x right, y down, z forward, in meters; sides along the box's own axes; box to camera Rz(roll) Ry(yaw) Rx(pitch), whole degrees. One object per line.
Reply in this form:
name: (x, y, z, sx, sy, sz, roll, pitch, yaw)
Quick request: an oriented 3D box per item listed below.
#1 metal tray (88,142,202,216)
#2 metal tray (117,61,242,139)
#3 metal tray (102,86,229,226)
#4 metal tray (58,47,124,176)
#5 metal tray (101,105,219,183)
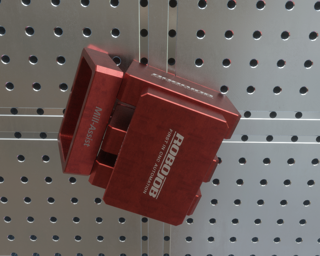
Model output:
metal tray: (-0.017, 0.057, 0.399, 0.131, 0.090, 0.030, 20, 109, -8)
metal tray: (0.021, -0.036, 0.364, 0.131, 0.090, 0.030, 20, 109, -7)
metal tray: (0.003, 0.032, 0.326, 0.090, 0.030, 0.129, 20, 109, -7)
metal tray: (-0.087, -0.021, 0.367, 0.030, 0.090, 0.129, 12, 111, -28)
metal tray: (0.000, 0.016, 0.383, 0.131, 0.090, 0.030, 18, 108, -8)
